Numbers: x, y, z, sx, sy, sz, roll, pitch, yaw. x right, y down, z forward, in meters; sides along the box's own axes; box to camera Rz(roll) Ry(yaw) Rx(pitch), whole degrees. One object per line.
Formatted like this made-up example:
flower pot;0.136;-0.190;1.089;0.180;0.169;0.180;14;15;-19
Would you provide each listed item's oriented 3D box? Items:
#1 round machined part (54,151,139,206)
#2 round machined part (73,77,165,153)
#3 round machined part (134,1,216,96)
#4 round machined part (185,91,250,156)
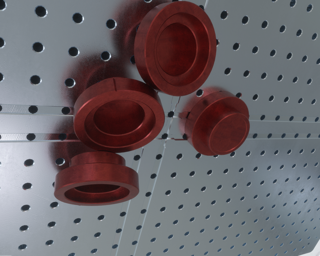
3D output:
round machined part;-0.076;0.061;0.377;0.099;0.042;0.098;-5;151;-2
round machined part;-0.047;-0.018;0.350;0.099;0.042;0.098;-9;138;-8
round machined part;0.013;-0.087;0.342;0.099;0.042;0.097;-12;111;-34
round machined part;0.090;0.000;0.448;0.099;0.042;0.097;-14;124;-21
